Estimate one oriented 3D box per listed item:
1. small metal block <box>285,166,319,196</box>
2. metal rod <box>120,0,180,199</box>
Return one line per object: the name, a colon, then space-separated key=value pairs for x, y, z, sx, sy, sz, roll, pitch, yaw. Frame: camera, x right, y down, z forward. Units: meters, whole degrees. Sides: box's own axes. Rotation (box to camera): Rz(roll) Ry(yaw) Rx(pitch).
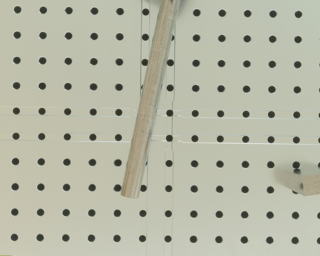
small metal block: x=0.199 y=0.068 z=0.402 sx=0.050 sy=0.050 sz=0.025 roll=-7 pitch=90 yaw=0
metal rod: x=-0.010 y=-0.056 z=0.413 sx=0.025 sy=0.025 sz=0.298 roll=12 pitch=90 yaw=0
